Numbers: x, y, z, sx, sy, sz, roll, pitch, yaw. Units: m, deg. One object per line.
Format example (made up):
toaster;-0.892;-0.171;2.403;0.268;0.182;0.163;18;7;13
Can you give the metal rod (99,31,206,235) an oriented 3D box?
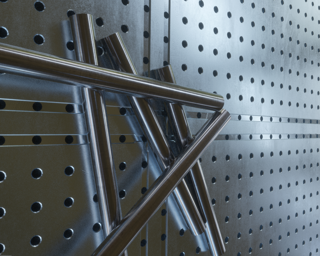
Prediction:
metal rod;-0.001;0.021;0.409;0.025;0.025;0.299;-38;113;-34

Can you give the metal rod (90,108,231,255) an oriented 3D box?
metal rod;0.003;0.074;0.381;0.301;0.025;0.025;-46;118;-30

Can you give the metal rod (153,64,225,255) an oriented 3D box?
metal rod;0.047;0.056;0.450;0.025;0.025;0.298;-29;108;-37

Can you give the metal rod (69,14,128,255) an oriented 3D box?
metal rod;-0.067;0.026;0.354;0.025;0.025;0.298;-13;98;-40

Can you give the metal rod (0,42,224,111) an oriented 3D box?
metal rod;-0.032;-0.049;0.352;0.302;0.025;0.025;6;86;-40
